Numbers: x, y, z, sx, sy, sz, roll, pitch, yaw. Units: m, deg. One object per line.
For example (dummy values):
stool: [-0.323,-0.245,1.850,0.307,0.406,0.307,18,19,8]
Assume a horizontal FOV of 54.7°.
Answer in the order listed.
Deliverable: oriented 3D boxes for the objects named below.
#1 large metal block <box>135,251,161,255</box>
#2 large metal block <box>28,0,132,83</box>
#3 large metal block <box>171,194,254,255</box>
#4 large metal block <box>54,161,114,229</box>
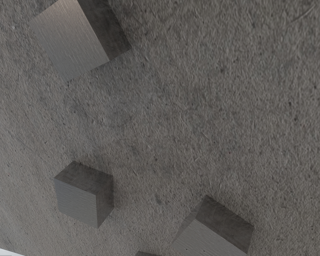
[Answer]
large metal block: [-0.027,0.288,0.564,0.050,0.080,0.080,-1,118,29]
large metal block: [-0.094,-0.111,0.372,0.080,0.050,0.080,-16,110,34]
large metal block: [0.075,0.157,0.448,0.080,0.050,0.079,34,129,6]
large metal block: [-0.127,0.113,0.528,0.080,0.050,0.079,17,125,18]
